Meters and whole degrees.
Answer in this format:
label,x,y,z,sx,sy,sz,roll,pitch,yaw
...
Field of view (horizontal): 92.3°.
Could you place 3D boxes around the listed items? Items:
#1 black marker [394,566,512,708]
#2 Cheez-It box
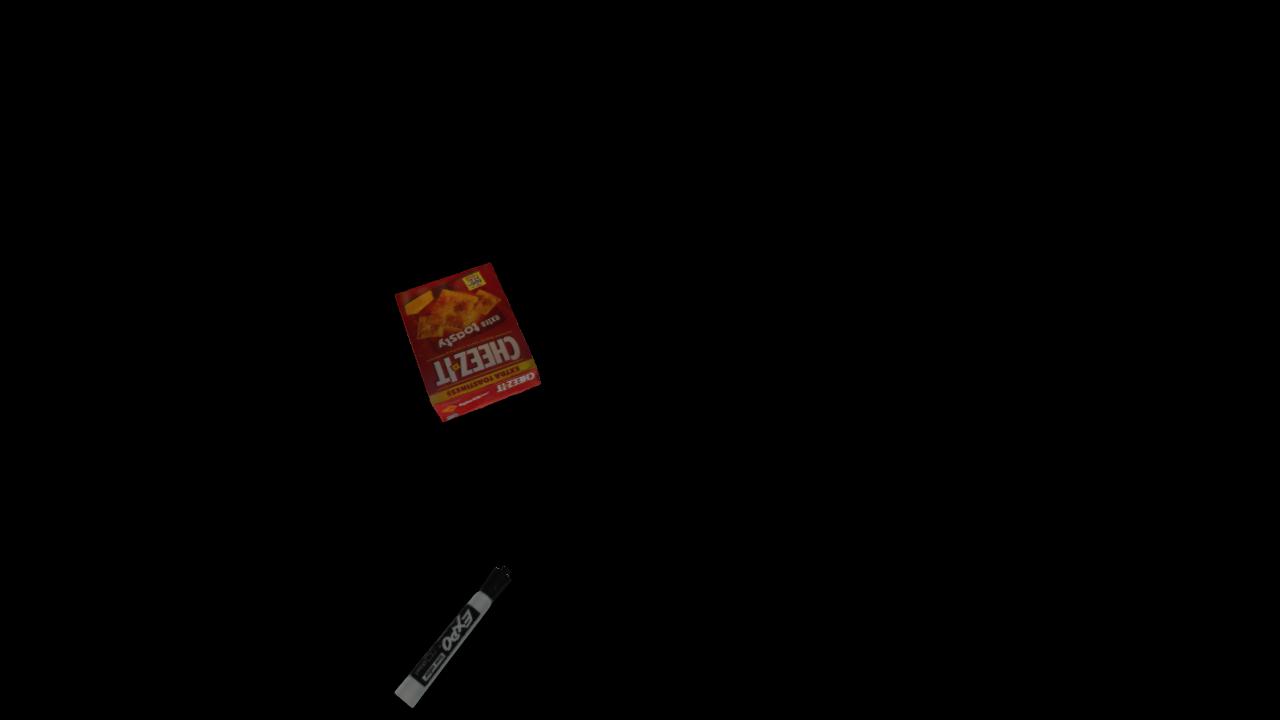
label,x,y,z,sx,sy,sz,roll,pitch,yaw
black marker,-0.146,0.219,0.498,0.020,0.020,0.121,0,39,43
Cheez-It box,-0.276,-0.032,0.982,0.166,0.223,0.071,-22,-25,-13
